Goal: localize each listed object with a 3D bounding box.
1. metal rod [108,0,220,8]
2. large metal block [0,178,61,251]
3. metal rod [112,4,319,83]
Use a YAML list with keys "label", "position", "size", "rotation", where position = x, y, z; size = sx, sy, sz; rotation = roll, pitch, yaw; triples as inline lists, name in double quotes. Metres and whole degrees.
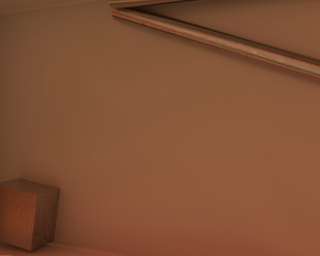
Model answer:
- label: "metal rod"
  position: [0.082, -0.167, 0.368]
  size: [0.301, 0.025, 0.025]
  rotation: [1, 91, 14]
- label: "large metal block"
  position: [-0.204, 0.127, 0.467]
  size: [0.080, 0.050, 0.079]
  rotation: [9, 93, 19]
- label: "metal rod"
  position: [0.073, -0.107, 0.384]
  size: [0.301, 0.025, 0.025]
  rotation: [22, 97, 18]
